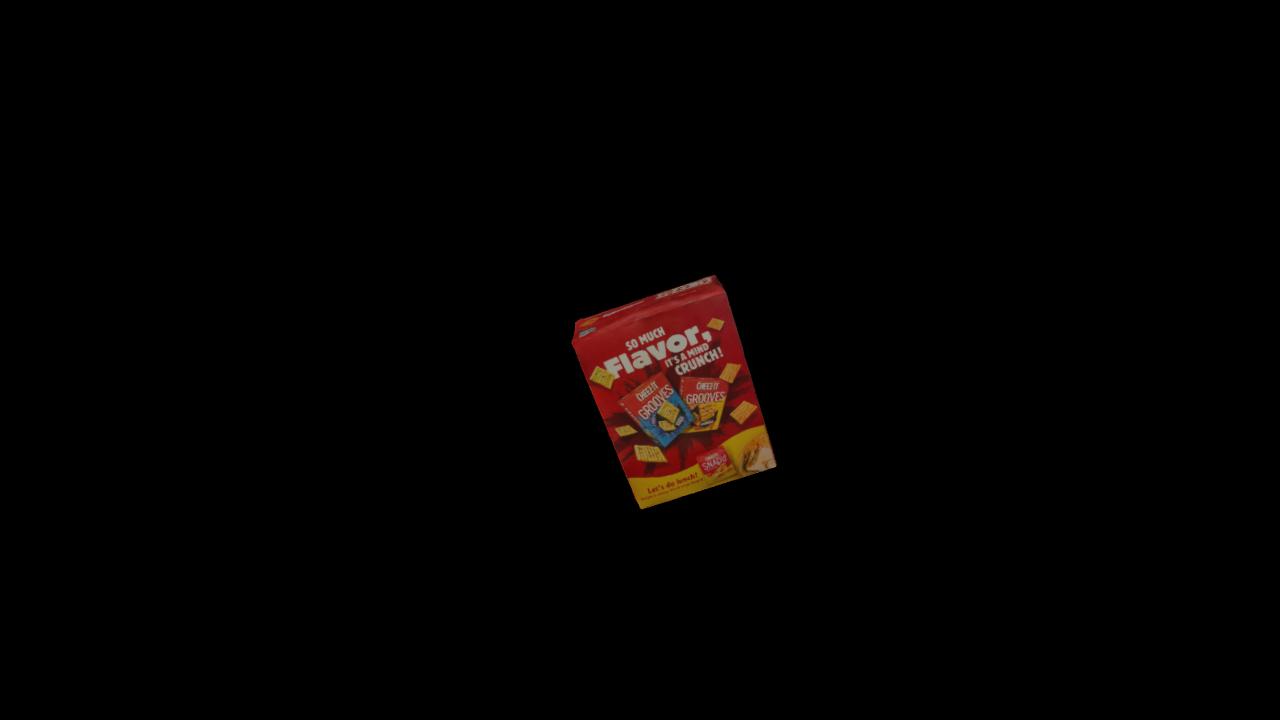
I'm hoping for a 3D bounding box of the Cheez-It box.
[{"bbox_3d":[0.040,0.039,0.676,0.166,0.223,0.071,-19,23,6],"label":"Cheez-It box"}]
